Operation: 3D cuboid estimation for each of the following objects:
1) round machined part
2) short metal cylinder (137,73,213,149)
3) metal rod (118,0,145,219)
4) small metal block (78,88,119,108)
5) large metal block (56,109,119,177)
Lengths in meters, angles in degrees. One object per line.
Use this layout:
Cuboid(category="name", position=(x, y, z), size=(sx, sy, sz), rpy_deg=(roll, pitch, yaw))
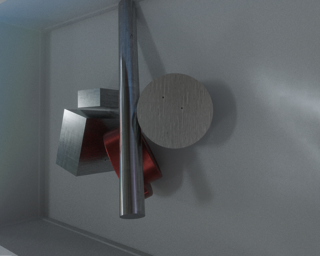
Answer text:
Cuboid(category="round machined part", position=(-0.030, 0.041, 0.395), size=(0.042, 0.098, 0.098), rpy_deg=(-26, 70, 0))
Cuboid(category="short metal cylinder", position=(0.018, -0.018, 0.351), size=(0.080, 0.050, 0.079), rpy_deg=(0, 89, 6))
Cuboid(category="metal rod", position=(-0.037, -0.044, 0.374), size=(0.025, 0.025, 0.299), rpy_deg=(-28, 54, 36))
Cuboid(category="small metal block", position=(-0.085, -0.042, 0.458), size=(0.050, 0.050, 0.025), rpy_deg=(0, 90, 39))
Cuboid(category="large metal block", position=(-0.095, 0.019, 0.447), size=(0.050, 0.081, 0.079), rpy_deg=(20, 103, 38))
